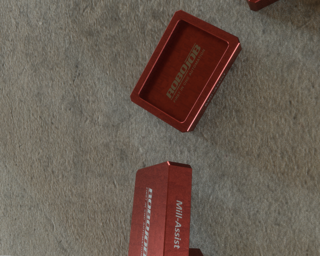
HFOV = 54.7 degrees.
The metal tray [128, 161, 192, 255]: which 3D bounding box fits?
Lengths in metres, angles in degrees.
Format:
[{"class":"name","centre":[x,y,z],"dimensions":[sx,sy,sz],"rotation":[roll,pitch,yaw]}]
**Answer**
[{"class":"metal tray","centre":[-0.002,0.110,0.358],"dimensions":[0.090,0.030,0.130],"rotation":[-27,55,58]}]

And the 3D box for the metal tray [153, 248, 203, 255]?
[{"class":"metal tray","centre":[-0.011,0.196,0.375],"dimensions":[0.130,0.090,0.030],"rotation":[-45,51,14]}]

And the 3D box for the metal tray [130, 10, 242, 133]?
[{"class":"metal tray","centre":[0.031,-0.070,0.394],"dimensions":[0.090,0.030,0.129],"rotation":[32,100,16]}]

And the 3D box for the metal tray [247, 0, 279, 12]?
[{"class":"metal tray","centre":[0.150,-0.206,0.353],"dimensions":[0.130,0.030,0.090],"rotation":[-23,83,18]}]
